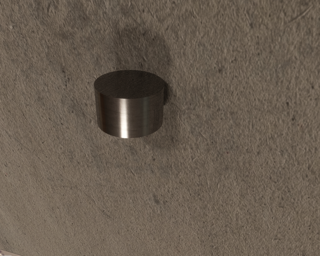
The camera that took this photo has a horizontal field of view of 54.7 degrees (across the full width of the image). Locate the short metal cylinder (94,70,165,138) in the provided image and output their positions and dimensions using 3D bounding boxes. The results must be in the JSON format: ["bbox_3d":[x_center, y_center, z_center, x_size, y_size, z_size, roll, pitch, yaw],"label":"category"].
[{"bbox_3d":[-0.036,-0.031,0.370,0.080,0.080,0.050,15,125,19],"label":"short metal cylinder"}]
